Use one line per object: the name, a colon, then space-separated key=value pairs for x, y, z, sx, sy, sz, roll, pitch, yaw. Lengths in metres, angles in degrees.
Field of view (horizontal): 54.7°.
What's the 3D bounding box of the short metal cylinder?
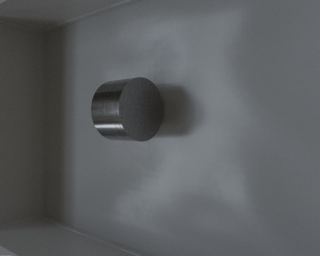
short metal cylinder: x=-0.040 y=-0.023 z=0.399 sx=0.050 sy=0.081 sz=0.079 roll=0 pitch=90 yaw=40
